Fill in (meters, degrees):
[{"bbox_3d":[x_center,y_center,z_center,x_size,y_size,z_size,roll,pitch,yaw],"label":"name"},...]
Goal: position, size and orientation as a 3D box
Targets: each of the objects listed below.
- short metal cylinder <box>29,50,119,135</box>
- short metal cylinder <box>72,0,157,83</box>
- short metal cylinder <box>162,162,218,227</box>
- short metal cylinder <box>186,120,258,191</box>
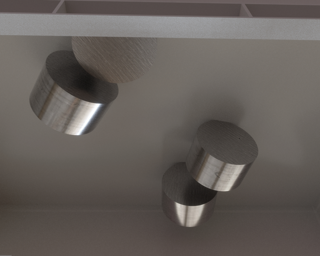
[{"bbox_3d":[-0.093,-0.039,0.339,0.080,0.080,0.050,26,125,-21],"label":"short metal cylinder"},{"bbox_3d":[-0.043,-0.093,0.313,0.081,0.050,0.079,0,130,0],"label":"short metal cylinder"},{"bbox_3d":[0.043,0.096,0.456,0.081,0.080,0.050,0,130,-1],"label":"short metal cylinder"},{"bbox_3d":[0.079,0.035,0.404,0.081,0.080,0.050,9,129,-8],"label":"short metal cylinder"}]
